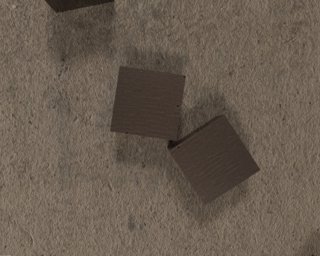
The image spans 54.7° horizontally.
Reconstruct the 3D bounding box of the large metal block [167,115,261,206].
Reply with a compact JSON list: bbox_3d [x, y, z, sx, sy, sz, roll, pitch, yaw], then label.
[{"bbox_3d":[0.066,0.039,0.398,0.080,0.050,0.080,-33,90,0],"label":"large metal block"}]

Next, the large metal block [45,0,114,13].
[{"bbox_3d":[-0.107,-0.188,0.381,0.080,0.080,0.050,-12,90,0],"label":"large metal block"}]

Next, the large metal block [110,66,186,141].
[{"bbox_3d":[-0.014,-0.030,0.397,0.081,0.050,0.080,8,90,-1],"label":"large metal block"}]
